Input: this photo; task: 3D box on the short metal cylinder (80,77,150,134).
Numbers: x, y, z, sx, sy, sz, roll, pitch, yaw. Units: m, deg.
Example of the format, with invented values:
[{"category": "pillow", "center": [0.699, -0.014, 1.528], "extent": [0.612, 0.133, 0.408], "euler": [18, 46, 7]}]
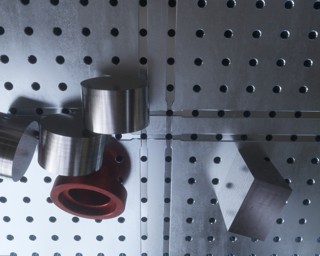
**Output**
[{"category": "short metal cylinder", "center": [-0.053, -0.030, 0.372], "extent": [0.081, 0.080, 0.050], "euler": [1, 110, -1]}]

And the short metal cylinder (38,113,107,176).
[{"category": "short metal cylinder", "center": [-0.110, 0.019, 0.390], "extent": [0.081, 0.080, 0.050], "euler": [10, 110, -4]}]

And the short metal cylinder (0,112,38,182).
[{"category": "short metal cylinder", "center": [-0.194, 0.023, 0.391], "extent": [0.050, 0.080, 0.079], "euler": [16, 109, -6]}]

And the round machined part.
[{"category": "round machined part", "center": [-0.093, 0.083, 0.420], "extent": [0.099, 0.042, 0.097], "euler": [4, 139, 3]}]

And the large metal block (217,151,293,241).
[{"category": "large metal block", "center": [0.122, 0.089, 0.418], "extent": [0.050, 0.080, 0.079], "euler": [18, 109, -7]}]
